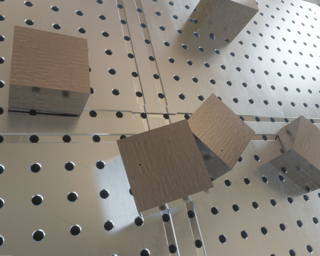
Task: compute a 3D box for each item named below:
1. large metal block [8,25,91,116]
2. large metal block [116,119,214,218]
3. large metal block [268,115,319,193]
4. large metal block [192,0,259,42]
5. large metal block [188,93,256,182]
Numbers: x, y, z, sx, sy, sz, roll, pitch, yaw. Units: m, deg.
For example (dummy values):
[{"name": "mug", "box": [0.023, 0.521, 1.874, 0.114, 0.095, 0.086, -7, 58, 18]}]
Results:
[{"name": "large metal block", "box": [-0.129, -0.064, 0.362, 0.081, 0.050, 0.080, 4, 60, -26]}, {"name": "large metal block", "box": [0.004, 0.046, 0.346, 0.080, 0.050, 0.080, -17, 69, -6]}, {"name": "large metal block", "box": [0.229, 0.041, 0.489, 0.080, 0.050, 0.080, 38, 51, -2]}, {"name": "large metal block", "box": [0.117, -0.212, 0.564, 0.081, 0.080, 0.050, 7, 59, -24]}, {"name": "large metal block", "box": [0.070, 0.013, 0.421, 0.080, 0.050, 0.080, 43, 51, 2]}]
